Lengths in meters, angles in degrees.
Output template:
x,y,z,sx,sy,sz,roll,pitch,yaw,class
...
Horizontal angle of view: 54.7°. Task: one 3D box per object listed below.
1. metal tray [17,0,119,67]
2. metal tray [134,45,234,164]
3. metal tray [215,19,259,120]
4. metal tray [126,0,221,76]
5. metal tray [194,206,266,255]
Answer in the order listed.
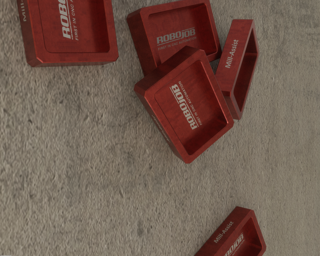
x,y,z,sx,sy,sz,roll,pitch,yaw,class
-0.096,-0.131,0.319,0.091,0.030,0.129,-12,98,-39,metal tray
0.036,-0.026,0.397,0.090,0.030,0.130,-39,126,-10,metal tray
0.119,-0.089,0.478,0.090,0.030,0.130,46,60,-58,metal tray
0.025,-0.123,0.421,0.131,0.030,0.089,-28,108,-36,metal tray
0.117,0.202,0.498,0.131,0.030,0.090,-36,112,-34,metal tray
